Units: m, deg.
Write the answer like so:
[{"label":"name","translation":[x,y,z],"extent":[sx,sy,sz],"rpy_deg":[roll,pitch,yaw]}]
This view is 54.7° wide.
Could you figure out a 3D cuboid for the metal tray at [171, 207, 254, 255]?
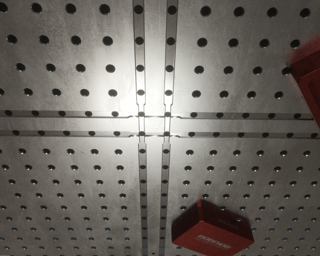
[{"label":"metal tray","translation":[0.098,0.202,0.582],"extent":[0.131,0.030,0.090],"rpy_deg":[27,125,-22]}]

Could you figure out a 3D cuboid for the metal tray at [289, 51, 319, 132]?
[{"label":"metal tray","translation":[0.226,-0.042,0.375],"extent":[0.090,0.030,0.130],"rpy_deg":[-29,125,22]}]
